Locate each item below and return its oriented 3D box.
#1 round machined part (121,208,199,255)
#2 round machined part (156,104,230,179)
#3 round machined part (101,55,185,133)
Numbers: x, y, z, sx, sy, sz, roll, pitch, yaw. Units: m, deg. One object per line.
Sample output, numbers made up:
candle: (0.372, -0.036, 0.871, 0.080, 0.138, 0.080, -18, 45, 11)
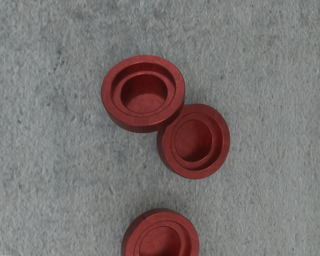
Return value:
round machined part: (-0.003, 0.152, 0.400, 0.099, 0.042, 0.097, 0, 90, -21)
round machined part: (0.041, 0.017, 0.415, 0.099, 0.042, 0.097, -1, 92, -22)
round machined part: (-0.019, -0.037, 0.378, 0.099, 0.042, 0.098, -1, 64, 3)
